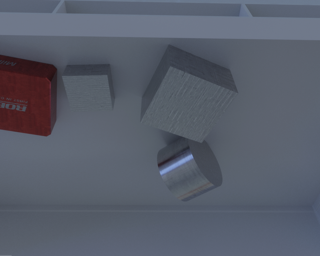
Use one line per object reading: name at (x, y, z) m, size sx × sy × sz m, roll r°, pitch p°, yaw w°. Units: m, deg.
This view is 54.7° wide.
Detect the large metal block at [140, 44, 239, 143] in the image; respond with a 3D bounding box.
large metal block at (0.030, -0.038, 0.361) m, size 0.081 × 0.050 × 0.079 m, roll 19°, pitch 128°, yaw -16°

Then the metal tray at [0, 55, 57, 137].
metal tray at (-0.193, -0.041, 0.368) m, size 0.131 × 0.030 × 0.089 m, roll 9°, pitch 130°, yaw -9°

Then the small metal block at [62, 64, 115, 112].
small metal block at (-0.083, -0.047, 0.368) m, size 0.050 × 0.025 × 0.050 m, roll -1°, pitch 130°, yaw 0°

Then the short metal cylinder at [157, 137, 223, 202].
short metal cylinder at (0.041, 0.052, 0.418) m, size 0.050 × 0.080 × 0.080 m, roll -32°, pitch 124°, yaw 23°
